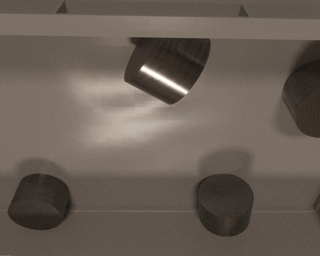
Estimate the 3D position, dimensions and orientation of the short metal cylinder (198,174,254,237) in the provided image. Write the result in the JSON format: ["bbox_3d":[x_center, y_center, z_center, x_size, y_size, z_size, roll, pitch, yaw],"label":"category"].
[{"bbox_3d":[0.100,0.117,0.474,0.080,0.080,0.050,-4,130,2],"label":"short metal cylinder"}]

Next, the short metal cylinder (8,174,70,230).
[{"bbox_3d":[-0.190,0.118,0.490,0.081,0.050,0.079,0,130,0],"label":"short metal cylinder"}]

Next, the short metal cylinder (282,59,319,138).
[{"bbox_3d":[0.194,-0.034,0.366,0.081,0.050,0.079,0,130,0],"label":"short metal cylinder"}]

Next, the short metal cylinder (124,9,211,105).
[{"bbox_3d":[0.006,-0.070,0.313,0.050,0.080,0.080,27,125,-21],"label":"short metal cylinder"}]
